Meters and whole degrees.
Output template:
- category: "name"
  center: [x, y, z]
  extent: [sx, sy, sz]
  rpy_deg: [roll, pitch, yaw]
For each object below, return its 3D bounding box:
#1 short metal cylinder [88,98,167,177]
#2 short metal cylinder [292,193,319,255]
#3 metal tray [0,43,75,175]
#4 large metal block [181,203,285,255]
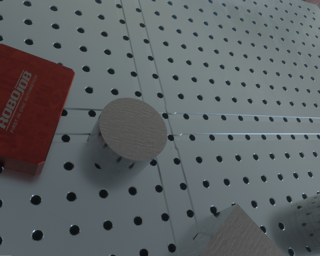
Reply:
- category: "short metal cylinder"
  center: [-0.039, 0.011, 0.364]
  extent: [0.081, 0.050, 0.080]
  rpy_deg: [14, 56, -21]
- category: "short metal cylinder"
  center: [0.238, 0.134, 0.439]
  extent: [0.081, 0.050, 0.080]
  rpy_deg: [14, 56, -21]
- category: "metal tray"
  center: [-0.154, -0.023, 0.336]
  extent: [0.091, 0.030, 0.130]
  rpy_deg: [19, 54, -17]
- category: "large metal block"
  center: [0.080, 0.147, 0.346]
  extent: [0.080, 0.050, 0.080]
  rpy_deg: [48, 51, 5]
